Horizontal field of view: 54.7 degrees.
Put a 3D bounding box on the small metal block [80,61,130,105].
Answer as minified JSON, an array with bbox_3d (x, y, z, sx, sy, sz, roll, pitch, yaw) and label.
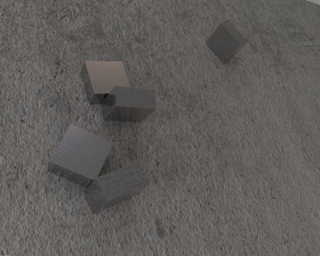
[{"bbox_3d":[-0.070,-0.059,0.402,0.050,0.025,0.050,-6,65,-31],"label":"small metal block"}]

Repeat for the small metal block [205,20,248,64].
[{"bbox_3d":[0.115,-0.150,0.541,0.025,0.050,0.050,-33,80,-38],"label":"small metal block"}]

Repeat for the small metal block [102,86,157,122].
[{"bbox_3d":[-0.039,-0.028,0.381,0.050,0.050,0.025,3,71,-27],"label":"small metal block"}]

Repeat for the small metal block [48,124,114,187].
[{"bbox_3d":[-0.085,0.031,0.336,0.050,0.025,0.050,25,52,-6],"label":"small metal block"}]

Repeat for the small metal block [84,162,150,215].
[{"bbox_3d":[-0.046,0.063,0.324,0.050,0.050,0.025,-17,71,-35],"label":"small metal block"}]
